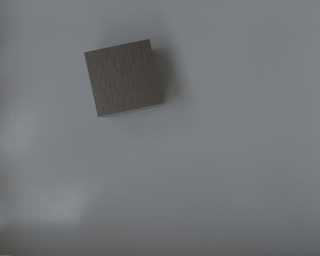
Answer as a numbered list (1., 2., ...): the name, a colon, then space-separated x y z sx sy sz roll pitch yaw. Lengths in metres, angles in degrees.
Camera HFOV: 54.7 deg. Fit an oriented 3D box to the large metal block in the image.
1. large metal block: -0.044 -0.061 0.398 0.080 0.050 0.080 -12 90 -1
